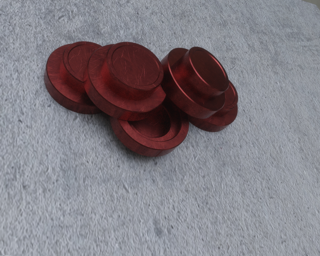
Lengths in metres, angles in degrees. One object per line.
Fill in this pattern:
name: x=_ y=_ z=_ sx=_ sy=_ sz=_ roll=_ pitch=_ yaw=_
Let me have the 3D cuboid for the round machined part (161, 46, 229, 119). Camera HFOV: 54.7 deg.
round machined part: x=0.049 y=-0.064 z=0.395 sx=0.099 sy=0.042 sz=0.098 roll=25 pitch=46 yaw=-29

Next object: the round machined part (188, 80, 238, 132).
round machined part: x=0.077 y=-0.046 z=0.466 sx=0.099 sy=0.042 sz=0.098 roll=14 pitch=56 yaw=-21

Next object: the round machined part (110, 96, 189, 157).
round machined part: x=-0.016 y=-0.008 z=0.392 sx=0.099 sy=0.042 sz=0.098 roll=14 pitch=56 yaw=-21

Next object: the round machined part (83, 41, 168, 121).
round machined part: x=-0.035 y=-0.061 z=0.359 sx=0.099 sy=0.042 sz=0.098 roll=14 pitch=56 yaw=-21

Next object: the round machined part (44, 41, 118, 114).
round machined part: x=-0.091 y=-0.069 z=0.388 sx=0.099 sy=0.042 sz=0.098 roll=14 pitch=56 yaw=-21
